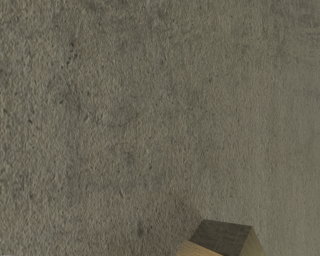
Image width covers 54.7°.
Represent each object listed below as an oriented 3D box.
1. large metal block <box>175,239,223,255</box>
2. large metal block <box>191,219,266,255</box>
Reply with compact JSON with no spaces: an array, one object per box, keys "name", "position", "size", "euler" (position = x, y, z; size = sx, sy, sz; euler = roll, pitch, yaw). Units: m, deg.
[{"name":"large metal block","position":[0.049,0.198,0.385],"size":[0.080,0.080,0.050],"euler":[-41,145,-60]},{"name":"large metal block","position":[0.101,0.184,0.450],"size":[0.050,0.080,0.080],"euler":[-48,119,-39]}]
